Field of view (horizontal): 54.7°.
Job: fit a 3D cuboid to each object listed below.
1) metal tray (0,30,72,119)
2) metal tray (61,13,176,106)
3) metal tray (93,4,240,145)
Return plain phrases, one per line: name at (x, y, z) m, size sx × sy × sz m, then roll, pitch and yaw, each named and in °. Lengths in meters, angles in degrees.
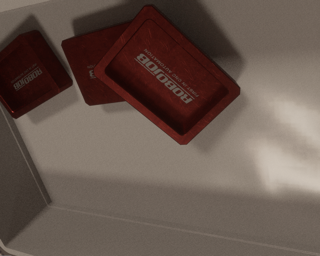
metal tray at (-0.202, -0.075, 0.462) m, size 0.130 × 0.030 × 0.090 m, roll -21°, pitch 108°, yaw 35°
metal tray at (-0.050, -0.079, 0.381) m, size 0.130 × 0.030 × 0.089 m, roll -4°, pitch 117°, yaw 29°
metal tray at (0.008, -0.053, 0.330) m, size 0.130 × 0.030 × 0.090 m, roll 39°, pitch 109°, yaw -15°
